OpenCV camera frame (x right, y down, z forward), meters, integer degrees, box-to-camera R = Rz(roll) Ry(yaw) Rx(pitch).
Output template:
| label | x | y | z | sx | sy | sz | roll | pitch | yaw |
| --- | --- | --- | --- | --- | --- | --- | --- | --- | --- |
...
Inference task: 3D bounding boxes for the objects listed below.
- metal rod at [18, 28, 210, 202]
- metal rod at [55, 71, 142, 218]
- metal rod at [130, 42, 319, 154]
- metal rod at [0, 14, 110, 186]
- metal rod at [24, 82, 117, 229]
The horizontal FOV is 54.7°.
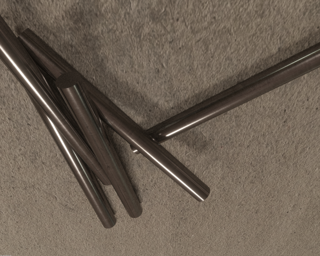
| label | x | y | z | sx | sy | sz | roll | pitch | yaw |
| --- | --- | --- | --- | --- | --- | --- | --- | --- | --- |
| metal rod | -0.043 | -0.002 | 0.379 | 0.025 | 0.025 | 0.300 | -36 | 114 | 26 |
| metal rod | -0.066 | 0.047 | 0.415 | 0.025 | 0.025 | 0.299 | -7 | 140 | 6 |
| metal rod | 0.091 | -0.038 | 0.376 | 0.300 | 0.025 | 0.025 | -27 | 126 | 20 |
| metal rod | -0.121 | -0.019 | 0.366 | 0.025 | 0.025 | 0.299 | -13 | 136 | 11 |
| metal rod | -0.118 | 0.055 | 0.452 | 0.025 | 0.025 | 0.298 | -9 | 130 | 7 |
